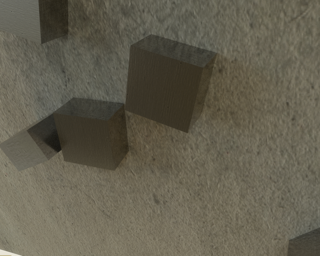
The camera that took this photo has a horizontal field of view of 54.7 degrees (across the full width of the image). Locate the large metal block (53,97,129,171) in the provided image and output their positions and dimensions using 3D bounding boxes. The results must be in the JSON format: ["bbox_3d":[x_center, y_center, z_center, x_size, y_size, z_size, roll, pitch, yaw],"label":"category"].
[{"bbox_3d":[-0.094,0.007,0.438,0.080,0.050,0.079,8,122,17],"label":"large metal block"}]

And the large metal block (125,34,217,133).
[{"bbox_3d":[0.011,-0.052,0.352,0.080,0.050,0.079,21,126,15],"label":"large metal block"}]

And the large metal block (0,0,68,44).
[{"bbox_3d":[-0.161,-0.158,0.376,0.080,0.050,0.079,22,127,14],"label":"large metal block"}]

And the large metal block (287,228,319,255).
[{"bbox_3d":[0.218,0.170,0.381,0.080,0.050,0.080,42,129,-2],"label":"large metal block"}]

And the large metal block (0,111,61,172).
[{"bbox_3d":[-0.180,0.016,0.473,0.080,0.080,0.050,-20,108,35],"label":"large metal block"}]
